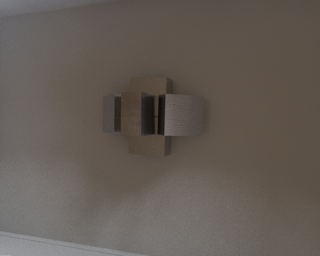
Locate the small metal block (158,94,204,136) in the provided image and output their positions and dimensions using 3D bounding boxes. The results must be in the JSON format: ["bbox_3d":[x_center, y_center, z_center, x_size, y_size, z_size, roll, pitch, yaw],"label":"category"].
[{"bbox_3d":[0.025,-0.016,0.387,0.050,0.025,0.050,1,91,-20],"label":"small metal block"}]

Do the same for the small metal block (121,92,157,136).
[{"bbox_3d":[-0.025,-0.016,0.377,0.025,0.050,0.050,1,90,19],"label":"small metal block"}]

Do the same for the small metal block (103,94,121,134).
[{"bbox_3d":[-0.057,-0.018,0.414,0.050,0.025,0.050,2,91,63],"label":"small metal block"}]

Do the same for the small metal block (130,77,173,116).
[{"bbox_3d":[-0.012,-0.040,0.412,0.050,0.025,0.050,3,91,19],"label":"small metal block"}]

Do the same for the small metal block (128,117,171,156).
[{"bbox_3d":[-0.013,0.010,0.413,0.050,0.025,0.050,3,91,20],"label":"small metal block"}]
